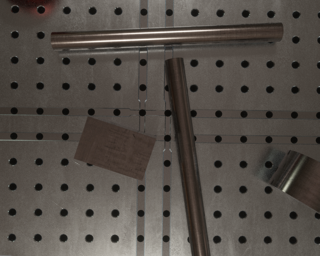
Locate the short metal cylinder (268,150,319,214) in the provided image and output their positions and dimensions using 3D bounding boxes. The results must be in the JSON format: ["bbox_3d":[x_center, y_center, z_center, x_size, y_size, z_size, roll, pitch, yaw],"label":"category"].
[{"bbox_3d":[0.185,0.070,0.388,0.080,0.080,0.050,31,90,-1],"label":"short metal cylinder"}]

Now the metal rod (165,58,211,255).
[{"bbox_3d":[0.039,0.057,0.413,0.025,0.025,0.298,-8,90,0],"label":"metal rod"}]

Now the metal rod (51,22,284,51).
[{"bbox_3d":[0.010,-0.122,0.413,0.302,0.025,0.025,-3,90,-1],"label":"metal rod"}]

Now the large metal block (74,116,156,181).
[{"bbox_3d":[-0.050,0.023,0.385,0.080,0.080,0.050,18,90,-1],"label":"large metal block"}]
